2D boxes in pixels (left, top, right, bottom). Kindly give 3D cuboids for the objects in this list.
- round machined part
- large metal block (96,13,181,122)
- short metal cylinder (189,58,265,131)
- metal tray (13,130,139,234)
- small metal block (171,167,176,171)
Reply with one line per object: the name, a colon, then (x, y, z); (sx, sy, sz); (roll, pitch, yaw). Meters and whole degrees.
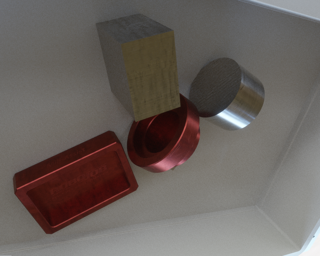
round machined part: (0.009, 0.008, 0.372); (0.042, 0.098, 0.098); (33, 100, -36)
large metal block: (-0.023, -0.065, 0.321); (0.050, 0.080, 0.079); (-20, 126, -17)
short metal cylinder: (0.084, -0.042, 0.395); (0.050, 0.080, 0.080); (24, 105, -37)
metal tray: (-0.101, 0.069, 0.393); (0.131, 0.030, 0.090); (-26, 128, -13)
small metal block: (0.012, 0.025, 0.433); (0.050, 0.025, 0.050); (32, 101, -39)
